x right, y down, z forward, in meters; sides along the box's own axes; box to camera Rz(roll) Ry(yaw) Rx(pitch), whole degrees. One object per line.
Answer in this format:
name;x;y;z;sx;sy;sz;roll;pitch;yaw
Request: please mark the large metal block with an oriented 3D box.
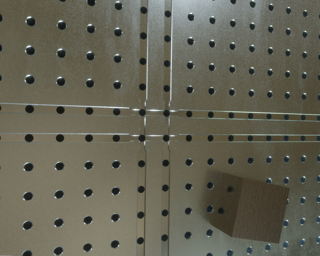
large metal block;0.132;0.115;0.450;0.081;0.050;0.080;15;85;-20
